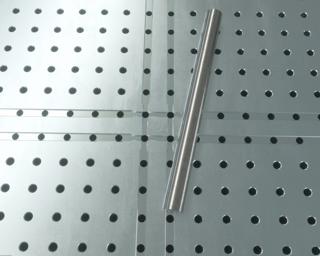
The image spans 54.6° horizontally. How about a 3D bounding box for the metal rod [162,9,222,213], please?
[{"bbox_3d":[0.049,-0.037,0.425,0.025,0.025,0.299,12,70,4],"label":"metal rod"}]
